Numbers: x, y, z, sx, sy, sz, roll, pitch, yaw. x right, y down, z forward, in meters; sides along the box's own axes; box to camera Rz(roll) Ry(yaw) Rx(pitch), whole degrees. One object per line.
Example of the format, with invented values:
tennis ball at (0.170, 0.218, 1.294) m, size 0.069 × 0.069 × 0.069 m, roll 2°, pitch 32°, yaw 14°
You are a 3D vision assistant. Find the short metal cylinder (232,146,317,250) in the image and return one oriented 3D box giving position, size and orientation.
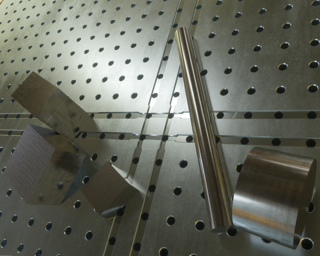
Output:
short metal cylinder at (0.105, 0.061, 0.280) m, size 0.050 × 0.080 × 0.080 m, roll 12°, pitch 68°, yaw 33°

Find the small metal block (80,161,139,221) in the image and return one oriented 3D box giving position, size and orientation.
small metal block at (-0.064, 0.079, 0.392) m, size 0.050 × 0.025 × 0.050 m, roll -48°, pitch 52°, yaw -6°

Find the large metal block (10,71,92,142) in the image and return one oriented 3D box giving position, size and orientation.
large metal block at (-0.167, -0.033, 0.478) m, size 0.080 × 0.080 × 0.050 m, roll 31°, pitch 78°, yaw 37°

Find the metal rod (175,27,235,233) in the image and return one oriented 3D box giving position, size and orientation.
metal rod at (0.050, -0.022, 0.394) m, size 0.025 × 0.025 × 0.299 m, roll -18°, pitch 55°, yaw 17°

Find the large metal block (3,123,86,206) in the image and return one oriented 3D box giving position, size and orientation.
large metal block at (-0.162, 0.051, 0.431) m, size 0.080 × 0.050 × 0.080 m, roll 31°, pitch 95°, yaw 37°
